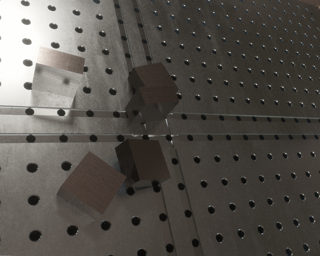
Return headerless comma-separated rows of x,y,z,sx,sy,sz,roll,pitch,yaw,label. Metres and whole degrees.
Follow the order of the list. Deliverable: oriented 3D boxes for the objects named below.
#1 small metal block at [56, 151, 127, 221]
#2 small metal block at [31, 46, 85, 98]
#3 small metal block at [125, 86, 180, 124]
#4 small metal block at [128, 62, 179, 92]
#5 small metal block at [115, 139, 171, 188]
-0.072,0.062,0.332,0.050,0.025,0.050,36,51,-4,small metal block
-0.121,-0.064,0.367,0.050,0.050,0.025,12,57,-22,small metal block
-0.011,-0.030,0.406,0.050,0.050,0.025,-7,66,-32,small metal block
-0.010,-0.063,0.443,0.050,0.025,0.050,-20,72,-36,small metal block
-0.020,0.041,0.365,0.050,0.025,0.050,6,57,-46,small metal block
